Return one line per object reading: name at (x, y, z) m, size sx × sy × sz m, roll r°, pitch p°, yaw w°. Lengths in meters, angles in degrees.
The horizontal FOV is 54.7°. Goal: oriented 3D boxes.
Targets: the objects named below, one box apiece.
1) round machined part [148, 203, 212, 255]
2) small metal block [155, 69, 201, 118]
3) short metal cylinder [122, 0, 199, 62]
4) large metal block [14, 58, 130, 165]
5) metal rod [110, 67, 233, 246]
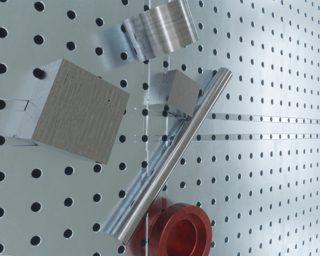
round machined part at (0.023, 0.150, 0.420) m, size 0.099 × 0.042 × 0.097 m, roll 0°, pitch 90°, yaw -40°
small metal block at (0.026, -0.047, 0.433) m, size 0.050 × 0.025 × 0.050 m, roll 27°, pitch 73°, yaw -37°
short metal cylinder at (0.001, -0.119, 0.376) m, size 0.081 × 0.080 × 0.050 m, roll -34°, pitch 111°, yaw -35°
large metal block at (-0.088, -0.014, 0.320) m, size 0.080 × 0.050 × 0.080 m, roll 27°, pitch 73°, yaw -37°
metal rod at (0.028, 0.023, 0.434) m, size 0.025 × 0.025 × 0.301 m, roll 50°, pitch 60°, yaw -29°
